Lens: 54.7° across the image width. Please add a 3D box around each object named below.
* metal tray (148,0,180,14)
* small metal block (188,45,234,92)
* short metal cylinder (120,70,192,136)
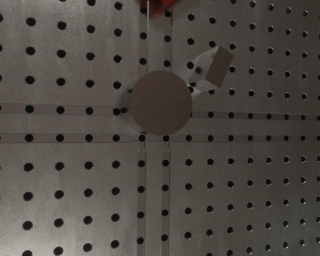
[{"bbox_3d":[-0.002,-0.233,0.410,0.090,0.030,0.130,-40,103,-16],"label":"metal tray"},{"bbox_3d":[0.069,-0.080,0.426,0.025,0.050,0.050,27,81,-19],"label":"small metal block"},{"bbox_3d":[-0.006,-0.030,0.398,0.081,0.050,0.079,0,90,-21],"label":"short metal cylinder"}]
